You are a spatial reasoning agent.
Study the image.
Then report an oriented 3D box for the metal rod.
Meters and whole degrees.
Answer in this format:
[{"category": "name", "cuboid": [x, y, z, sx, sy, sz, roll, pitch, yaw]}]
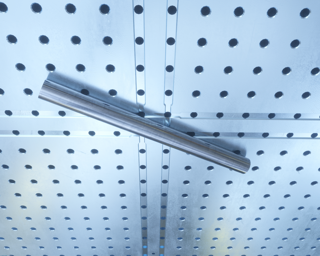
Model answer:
[{"category": "metal rod", "cuboid": [-0.007, 0.005, 0.416, 0.302, 0.025, 0.025, 21, 127, -18]}]
